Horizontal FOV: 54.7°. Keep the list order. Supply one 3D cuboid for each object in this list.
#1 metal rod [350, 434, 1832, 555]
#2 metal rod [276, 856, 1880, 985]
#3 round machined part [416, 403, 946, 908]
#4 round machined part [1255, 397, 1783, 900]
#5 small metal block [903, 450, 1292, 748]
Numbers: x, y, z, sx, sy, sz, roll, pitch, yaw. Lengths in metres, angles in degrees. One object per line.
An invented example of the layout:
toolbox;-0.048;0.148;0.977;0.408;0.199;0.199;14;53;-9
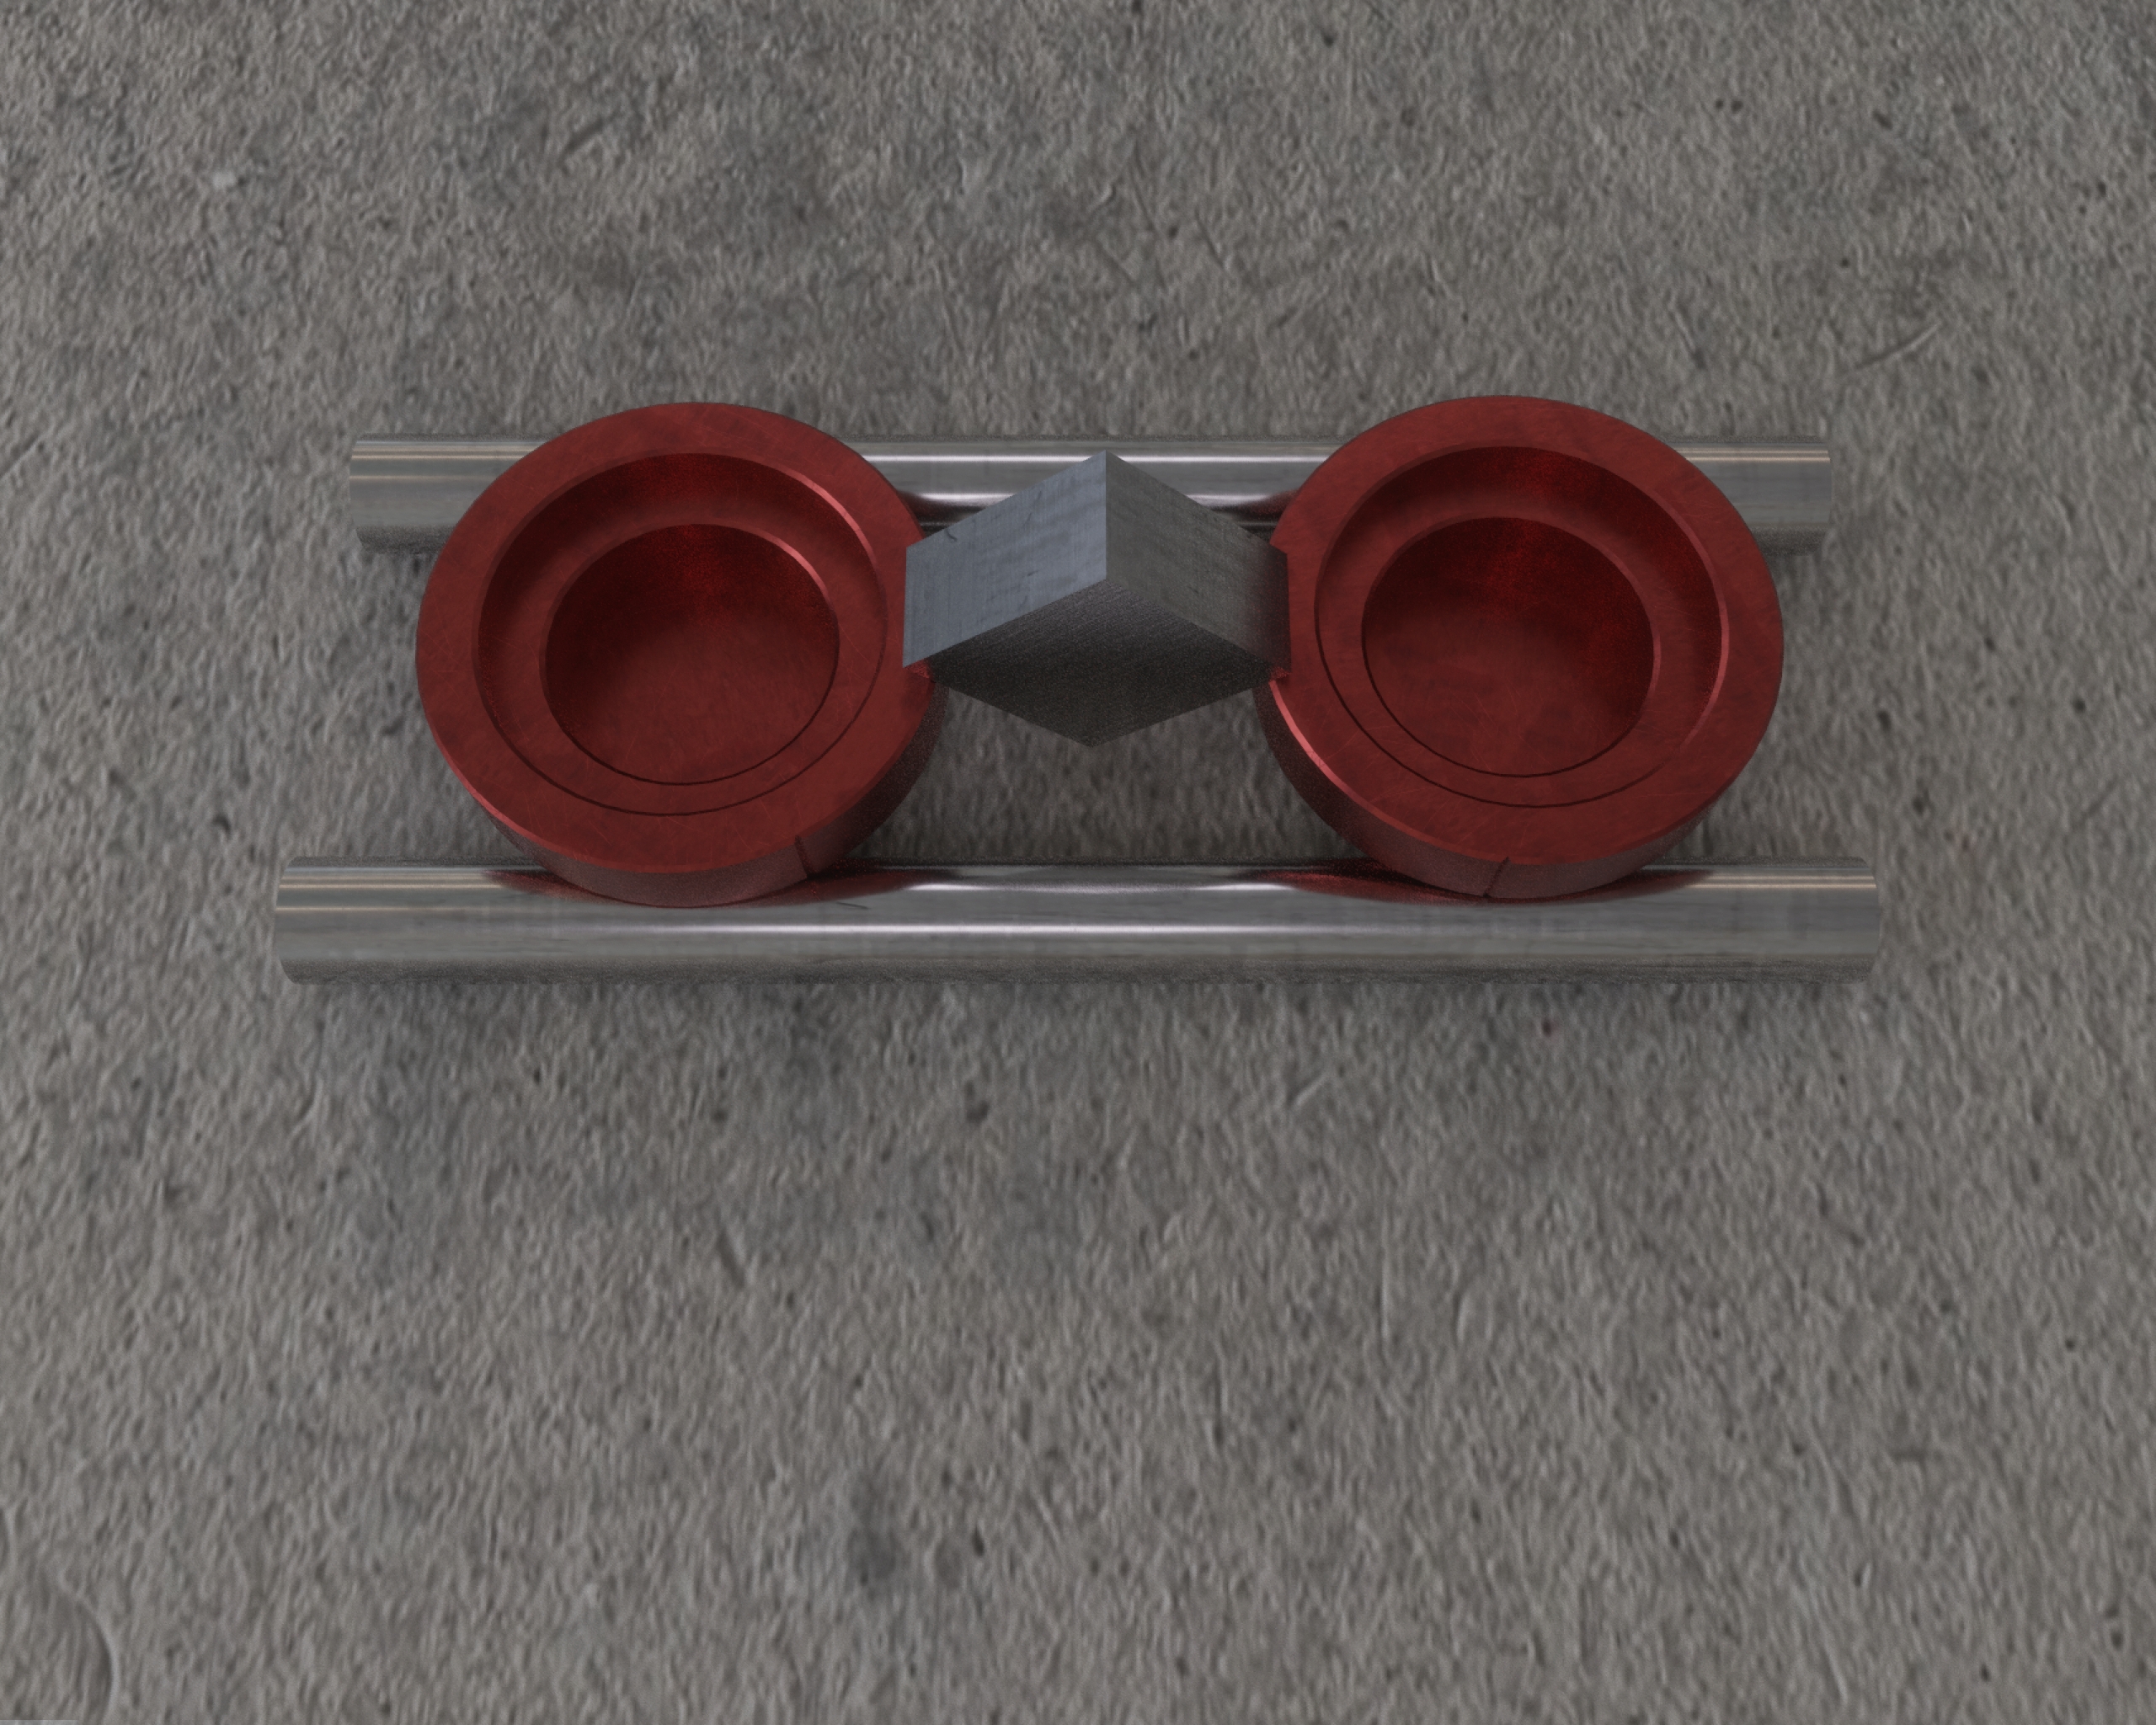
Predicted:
metal rod;0.003;-0.077;0.437;0.302;0.025;0.025;0;70;0
metal rod;0.000;0.011;0.405;0.302;0.025;0.025;0;70;0
round machined part;-0.074;-0.037;0.409;0.099;0.042;0.098;0;70;0
round machined part;0.083;-0.039;0.409;0.099;0.042;0.098;0;70;0
small metal block;0.004;-0.047;0.385;0.050;0.050;0.025;-18;63;40
